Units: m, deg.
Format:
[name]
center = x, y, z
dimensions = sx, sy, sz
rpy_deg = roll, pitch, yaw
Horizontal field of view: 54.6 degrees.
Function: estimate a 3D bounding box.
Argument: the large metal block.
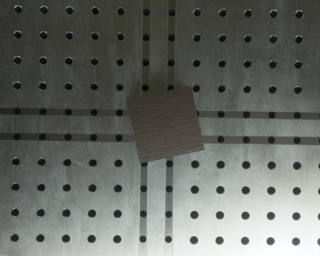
[large metal block]
center = 0.007, -0.004, 0.400
dimensions = 0.080, 0.050, 0.080
rpy_deg = -12, 90, 0
